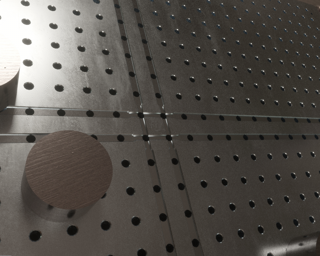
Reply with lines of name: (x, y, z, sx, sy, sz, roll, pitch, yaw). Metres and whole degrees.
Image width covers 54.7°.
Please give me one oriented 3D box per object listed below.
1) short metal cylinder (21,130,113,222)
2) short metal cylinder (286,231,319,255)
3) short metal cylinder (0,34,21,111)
short metal cylinder: (-0.094, 0.049, 0.312, 0.081, 0.050, 0.080, 14, 56, -21)
short metal cylinder: (0.213, 0.177, 0.402, 0.081, 0.050, 0.080, 14, 56, -21)
short metal cylinder: (-0.192, -0.060, 0.325, 0.081, 0.050, 0.080, 14, 56, -21)
